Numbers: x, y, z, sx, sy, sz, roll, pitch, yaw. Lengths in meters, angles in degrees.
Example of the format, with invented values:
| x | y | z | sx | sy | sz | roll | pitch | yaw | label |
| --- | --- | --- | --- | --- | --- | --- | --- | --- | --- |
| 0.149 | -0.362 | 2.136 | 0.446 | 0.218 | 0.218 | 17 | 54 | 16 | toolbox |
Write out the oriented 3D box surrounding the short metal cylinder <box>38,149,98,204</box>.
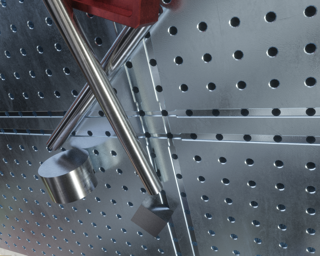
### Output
| x | y | z | sx | sy | sz | roll | pitch | yaw | label |
| --- | --- | --- | --- | --- | --- | --- | --- | --- | --- |
| -0.146 | 0.075 | 0.497 | 0.080 | 0.080 | 0.050 | 0 | 118 | 28 | short metal cylinder |

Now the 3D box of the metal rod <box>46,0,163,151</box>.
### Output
| x | y | z | sx | sy | sz | roll | pitch | yaw | label |
| --- | --- | --- | --- | --- | --- | --- | --- | --- | --- |
| -0.092 | -0.052 | 0.425 | 0.025 | 0.025 | 0.299 | 45 | 129 | -3 | metal rod |

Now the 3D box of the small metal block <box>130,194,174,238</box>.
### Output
| x | y | z | sx | sy | sz | roll | pitch | yaw | label |
| --- | --- | --- | --- | --- | --- | --- | --- | --- | --- |
| -0.013 | 0.144 | 0.506 | 0.050 | 0.025 | 0.050 | 34 | 129 | 5 | small metal block |

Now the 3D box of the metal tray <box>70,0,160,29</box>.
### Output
| x | y | z | sx | sy | sz | roll | pitch | yaw | label |
| --- | --- | --- | --- | --- | --- | --- | --- | --- | --- |
| -0.058 | -0.163 | 0.315 | 0.130 | 0.030 | 0.089 | 27 | 128 | 28 | metal tray |

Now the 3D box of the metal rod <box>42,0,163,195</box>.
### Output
| x | y | z | sx | sy | sz | roll | pitch | yaw | label |
| --- | --- | --- | --- | --- | --- | --- | --- | --- | --- |
| -0.062 | -0.026 | 0.399 | 0.025 | 0.025 | 0.299 | -6 | 124 | 30 | metal rod |
